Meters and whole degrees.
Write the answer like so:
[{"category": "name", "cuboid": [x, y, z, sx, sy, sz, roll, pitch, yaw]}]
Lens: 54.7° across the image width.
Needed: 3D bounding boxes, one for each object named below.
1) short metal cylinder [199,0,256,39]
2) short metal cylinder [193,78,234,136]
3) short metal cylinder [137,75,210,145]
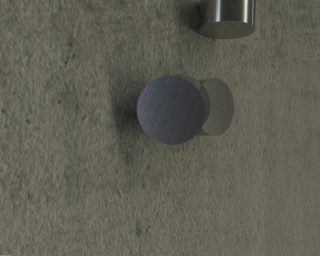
[{"category": "short metal cylinder", "cuboid": [0.098, -0.167, 0.454, 0.081, 0.080, 0.050, 3, 88, -40]}, {"category": "short metal cylinder", "cuboid": [0.060, -0.029, 0.441, 0.081, 0.050, 0.079, 0, 90, -40]}, {"category": "short metal cylinder", "cuboid": [0.018, -0.024, 0.377, 0.050, 0.080, 0.079, -37, 118, -71]}]
